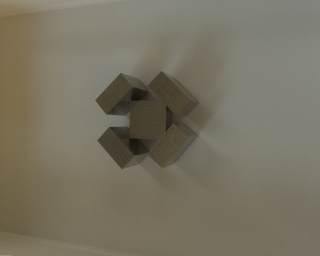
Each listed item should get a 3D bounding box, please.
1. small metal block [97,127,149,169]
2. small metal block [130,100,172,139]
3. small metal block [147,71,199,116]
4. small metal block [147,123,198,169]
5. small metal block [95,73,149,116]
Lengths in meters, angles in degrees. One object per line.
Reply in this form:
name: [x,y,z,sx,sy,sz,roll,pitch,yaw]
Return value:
small metal block: [-0.047,0.025,0.412,0.050,0.050,0.025,47,105,14]
small metal block: [-0.012,-0.011,0.412,0.050,0.025,0.050,1,90,20]
small metal block: [0.018,-0.042,0.388,0.025,0.050,0.050,-46,77,13]
small metal block: [0.017,0.021,0.388,0.025,0.050,0.050,42,102,14]
small metal block: [-0.049,-0.043,0.412,0.050,0.050,0.025,-44,76,15]
